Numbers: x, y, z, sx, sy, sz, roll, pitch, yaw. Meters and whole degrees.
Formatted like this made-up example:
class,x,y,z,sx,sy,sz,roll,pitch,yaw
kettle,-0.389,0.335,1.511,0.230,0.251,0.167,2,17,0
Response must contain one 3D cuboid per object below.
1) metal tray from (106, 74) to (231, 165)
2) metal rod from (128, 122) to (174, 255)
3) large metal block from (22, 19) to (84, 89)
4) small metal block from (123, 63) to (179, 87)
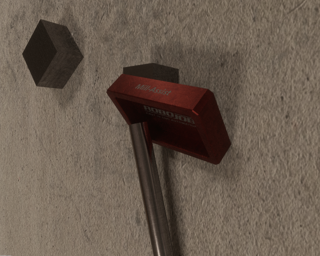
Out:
class,x,y,z,sx,sy,sz,roll,pitch,yaw
metal tray,0.009,-0.012,0.355,0.130,0.090,0.030,17,60,38
metal rod,0.002,0.141,0.382,0.025,0.025,0.298,-12,88,39
large metal block,-0.189,-0.127,0.541,0.080,0.050,0.080,-46,63,30
small metal block,-0.011,-0.064,0.396,0.050,0.050,0.025,1,91,39
